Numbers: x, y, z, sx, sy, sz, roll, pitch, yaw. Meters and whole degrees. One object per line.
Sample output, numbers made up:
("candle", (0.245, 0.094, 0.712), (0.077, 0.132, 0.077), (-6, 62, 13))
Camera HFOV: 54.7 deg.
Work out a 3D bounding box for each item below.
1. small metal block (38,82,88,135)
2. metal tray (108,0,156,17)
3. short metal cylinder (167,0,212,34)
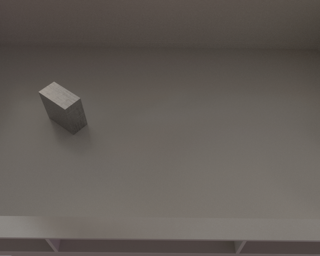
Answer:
("small metal block", (-0.127, -0.026, 0.409), (0.050, 0.050, 0.025), (31, 57, 23))
("metal tray", (-0.059, -0.278, 0.636), (0.091, 0.030, 0.130), (-3, 50, -4))
("short metal cylinder", (0.053, -0.220, 0.577), (0.081, 0.050, 0.080), (0, 50, 0))
